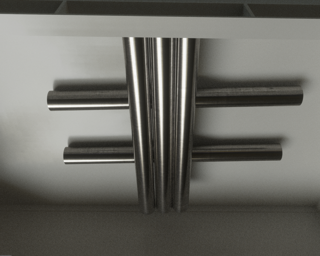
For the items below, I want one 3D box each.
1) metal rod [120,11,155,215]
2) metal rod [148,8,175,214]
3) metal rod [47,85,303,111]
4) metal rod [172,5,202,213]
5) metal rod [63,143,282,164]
[{"bbox_3d":[-0.022,0.010,0.381,0.025,0.025,0.298,-1,130,0],"label":"metal rod"},{"bbox_3d":[0.004,0.008,0.380,0.025,0.025,0.298,-1,130,0],"label":"metal rod"},{"bbox_3d":[0.018,-0.036,0.377,0.302,0.025,0.025,-1,130,0],"label":"metal rod"},{"bbox_3d":[0.029,0.006,0.378,0.025,0.025,0.298,-1,130,0],"label":"metal rod"},{"bbox_3d":[0.018,0.036,0.439,0.302,0.025,0.025,-1,130,0],"label":"metal rod"}]
